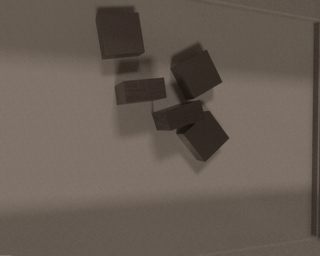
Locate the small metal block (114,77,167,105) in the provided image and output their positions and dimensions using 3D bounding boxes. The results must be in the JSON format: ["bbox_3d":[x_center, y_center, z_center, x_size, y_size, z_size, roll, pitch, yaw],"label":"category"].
[{"bbox_3d":[-0.026,-0.045,0.389,0.050,0.050,0.025,-9,93,-20],"label":"small metal block"}]

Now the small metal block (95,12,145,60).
[{"bbox_3d":[-0.051,-0.116,0.392,0.050,0.025,0.050,-10,94,-20],"label":"small metal block"}]

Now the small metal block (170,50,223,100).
[{"bbox_3d":[0.051,-0.073,0.430,0.050,0.025,0.050,-31,101,-18],"label":"small metal block"}]

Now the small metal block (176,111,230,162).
[{"bbox_3d":[0.060,0.011,0.434,0.050,0.025,0.050,-42,104,-15],"label":"small metal block"}]

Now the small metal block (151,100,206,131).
[{"bbox_3d":[0.023,-0.016,0.407,0.050,0.050,0.025,-19,97,-19],"label":"small metal block"}]
